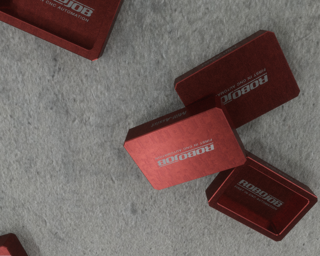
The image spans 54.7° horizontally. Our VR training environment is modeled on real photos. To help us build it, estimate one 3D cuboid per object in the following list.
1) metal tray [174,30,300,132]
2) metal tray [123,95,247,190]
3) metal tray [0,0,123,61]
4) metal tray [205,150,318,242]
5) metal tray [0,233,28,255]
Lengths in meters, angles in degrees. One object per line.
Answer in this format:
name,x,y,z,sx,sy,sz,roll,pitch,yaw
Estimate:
metal tray,0.095,-0.051,0.390,0.130,0.030,0.090,-29,108,9
metal tray,0.032,0.023,0.395,0.130,0.030,0.090,-21,119,20
metal tray,-0.115,-0.144,0.352,0.131,0.030,0.089,23,108,-9
metal tray,0.144,0.098,0.445,0.131,0.030,0.090,30,107,-11
metal tray,-0.274,0.224,0.485,0.131,0.030,0.089,-17,110,5
